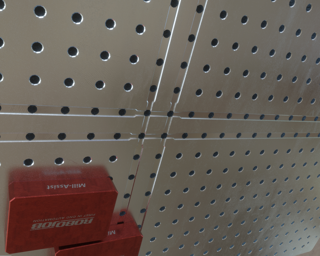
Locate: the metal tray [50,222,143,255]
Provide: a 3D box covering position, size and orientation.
[{"bbox_3d":[-0.098,0.197,0.476,0.131,0.030,0.089,-1,119,-28],"label":"metal tray"}]

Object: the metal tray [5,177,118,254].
[{"bbox_3d":[-0.129,0.113,0.407,0.131,0.030,0.089,2,117,-30],"label":"metal tray"}]
